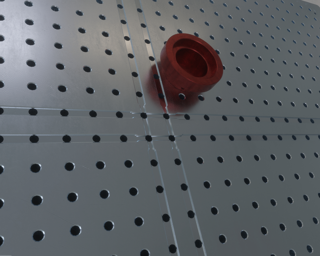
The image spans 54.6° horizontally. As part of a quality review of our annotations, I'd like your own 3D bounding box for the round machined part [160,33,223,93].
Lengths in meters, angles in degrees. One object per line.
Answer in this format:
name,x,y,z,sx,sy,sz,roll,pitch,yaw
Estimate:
round machined part,0.045,-0.095,0.478,0.099,0.042,0.098,13,56,-21
